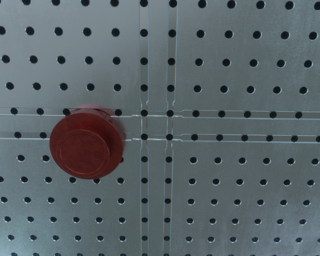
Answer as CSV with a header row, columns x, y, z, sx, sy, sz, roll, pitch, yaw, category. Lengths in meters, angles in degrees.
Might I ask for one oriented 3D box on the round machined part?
x,y,z,sx,sy,sz,roll,pitch,yaw,category
-0.098,0.026,0.413,0.099,0.042,0.097,0,110,0,round machined part
